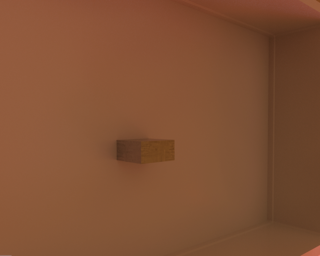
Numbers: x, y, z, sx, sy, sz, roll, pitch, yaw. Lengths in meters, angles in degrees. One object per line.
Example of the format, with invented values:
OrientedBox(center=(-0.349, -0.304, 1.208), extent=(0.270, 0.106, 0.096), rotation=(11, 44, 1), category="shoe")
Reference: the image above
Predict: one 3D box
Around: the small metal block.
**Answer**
OrientedBox(center=(-0.018, 0.027, 0.377), extent=(0.050, 0.050, 0.025), rotation=(-1, 91, -40), category="small metal block")
